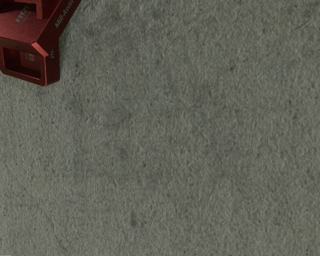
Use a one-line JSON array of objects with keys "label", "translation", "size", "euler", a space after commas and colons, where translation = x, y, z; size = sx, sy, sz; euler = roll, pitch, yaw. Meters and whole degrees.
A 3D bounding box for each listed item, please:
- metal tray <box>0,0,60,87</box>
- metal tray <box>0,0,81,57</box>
[{"label": "metal tray", "translation": [-0.192, -0.133, 0.445], "size": [0.090, 0.030, 0.129], "euler": [18, 120, 18]}, {"label": "metal tray", "translation": [-0.170, -0.168, 0.436], "size": [0.090, 0.030, 0.130], "euler": [17, 73, 22]}]
